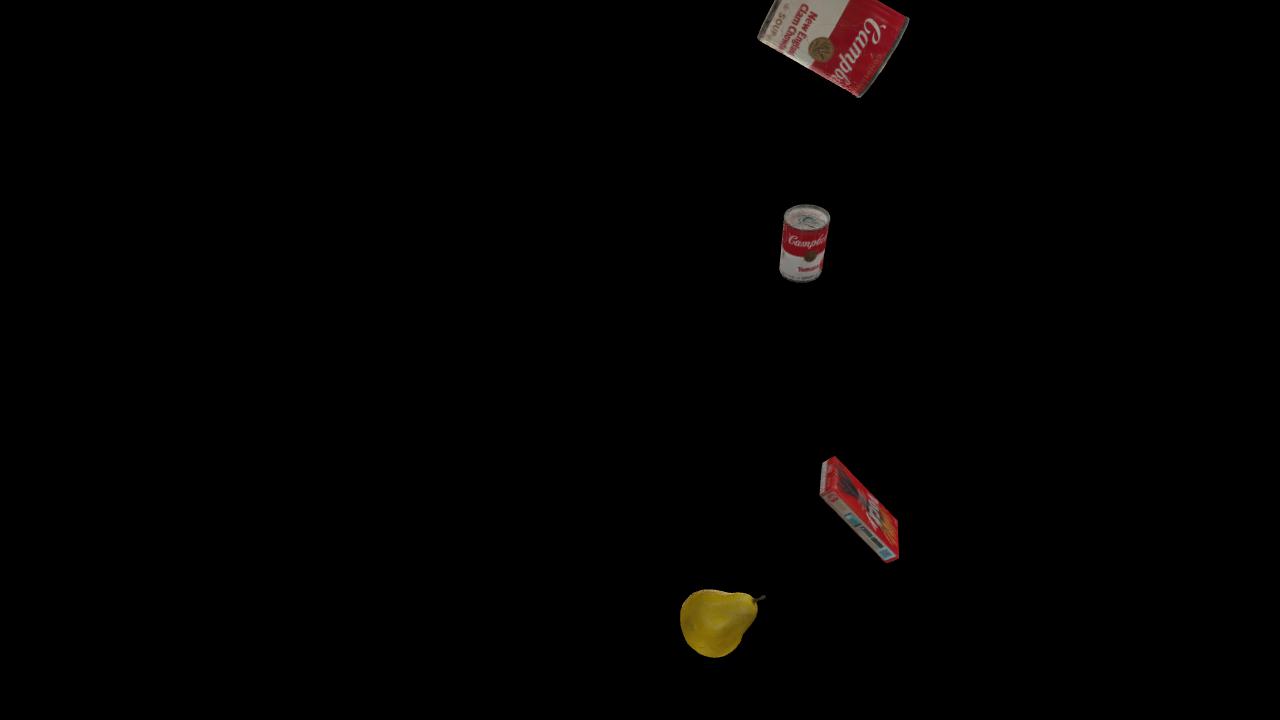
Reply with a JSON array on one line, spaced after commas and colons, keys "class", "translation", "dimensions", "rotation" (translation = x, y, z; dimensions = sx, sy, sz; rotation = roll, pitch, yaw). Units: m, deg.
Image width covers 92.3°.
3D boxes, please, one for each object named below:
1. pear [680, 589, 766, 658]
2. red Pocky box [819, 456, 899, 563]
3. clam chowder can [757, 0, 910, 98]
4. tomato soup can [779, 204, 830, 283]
[{"class": "pear", "translation": [0.105, 0.302, 0.731], "dimensions": [0.111, 0.080, 0.080], "rotation": [-28, -8, 15]}, {"class": "red Pocky box", "translation": [0.333, 0.224, 0.929], "dimensions": [0.028, 0.155, 0.083], "rotation": [-40, 10, 32]}, {"class": "clam chowder can", "translation": [0.157, -0.274, 0.508], "dimensions": [0.102, 0.068, 0.068], "rotation": [29, -1, -2]}, {"class": "tomato soup can", "translation": [0.249, -0.176, 0.941], "dimensions": [0.068, 0.068, 0.101], "rotation": [0, -43, 6]}]
